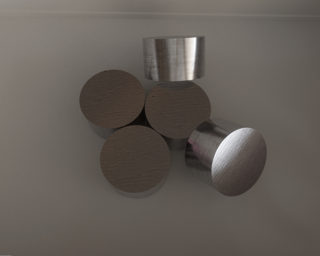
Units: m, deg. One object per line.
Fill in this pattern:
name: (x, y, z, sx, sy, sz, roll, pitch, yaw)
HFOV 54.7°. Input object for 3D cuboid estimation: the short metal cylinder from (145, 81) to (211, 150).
short metal cylinder: (0.022, -0.016, 0.400, 0.081, 0.050, 0.080, 0, 70, 0)

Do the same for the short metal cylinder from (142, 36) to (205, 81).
short metal cylinder: (0.019, -0.093, 0.405, 0.081, 0.080, 0.050, -3, 109, -1)

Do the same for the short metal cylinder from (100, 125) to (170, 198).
short metal cylinder: (-0.029, 0.042, 0.378, 0.081, 0.050, 0.080, 0, 70, 0)

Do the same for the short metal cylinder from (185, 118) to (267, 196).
short metal cylinder: (0.077, 0.032, 0.362, 0.081, 0.050, 0.079, -9, 108, -28)

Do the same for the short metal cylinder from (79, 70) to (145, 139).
short metal cylinder: (-0.059, -0.029, 0.404, 0.081, 0.050, 0.080, 0, 70, 0)
